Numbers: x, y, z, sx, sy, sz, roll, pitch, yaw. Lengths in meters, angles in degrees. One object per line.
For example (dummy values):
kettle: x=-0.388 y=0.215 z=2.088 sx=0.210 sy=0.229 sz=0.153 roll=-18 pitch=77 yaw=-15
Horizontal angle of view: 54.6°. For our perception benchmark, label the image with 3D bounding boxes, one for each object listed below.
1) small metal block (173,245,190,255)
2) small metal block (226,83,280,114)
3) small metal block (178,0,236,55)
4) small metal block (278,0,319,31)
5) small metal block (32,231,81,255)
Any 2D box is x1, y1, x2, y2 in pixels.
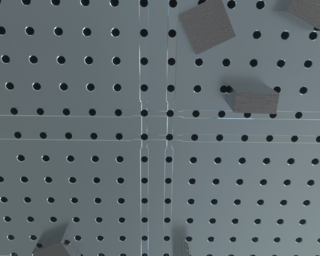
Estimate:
small metal block: x=0.037 y=0.220 z=0.481 sx=0.025 sy=0.050 sz=0.050 roll=-10 pitch=110 yaw=4
small metal block: x=0.113 y=-0.038 z=0.387 sx=0.050 sy=0.050 sz=0.025 roll=2 pitch=110 yaw=-1
small metal block: x=0.055 y=-0.122 z=0.369 sx=0.050 sy=0.025 sz=0.050 roll=-24 pitch=108 yaw=8
small metal block: x=0.177 y=-0.148 z=0.360 sx=0.050 sy=0.025 sz=0.050 roll=24 pitch=108 yaw=-9
small metal block: x=-0.160 y=0.196 z=0.484 sx=0.050 sy=0.025 sz=0.050 roll=-23 pitch=109 yaw=8
